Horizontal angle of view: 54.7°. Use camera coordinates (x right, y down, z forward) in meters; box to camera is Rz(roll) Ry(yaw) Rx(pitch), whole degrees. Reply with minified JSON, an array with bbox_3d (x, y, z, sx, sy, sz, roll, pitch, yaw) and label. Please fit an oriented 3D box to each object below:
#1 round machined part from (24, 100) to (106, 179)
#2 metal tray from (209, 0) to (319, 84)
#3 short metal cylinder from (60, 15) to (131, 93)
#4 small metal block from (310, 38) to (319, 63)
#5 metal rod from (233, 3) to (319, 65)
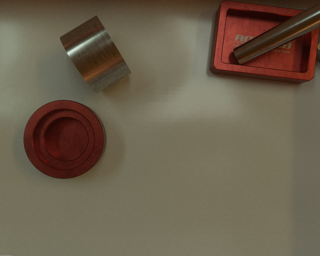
[{"bbox_3d":[-0.119,0.014,0.401,0.099,0.042,0.097,0,90,-1],"label":"round machined part"},{"bbox_3d":[0.137,-0.112,0.410,0.131,0.030,0.089,7,90,-1],"label":"metal tray"},{"bbox_3d":[-0.078,-0.090,0.383,0.050,0.080,0.080,-31,90,0],"label":"short metal cylinder"},{"bbox_3d":[0.238,-0.107,0.415,0.050,0.025,0.050,42,90,-1],"label":"small metal block"},{"bbox_3d":[0.221,-0.147,0.330,0.300,0.025,0.025,-25,91,29],"label":"metal rod"}]
